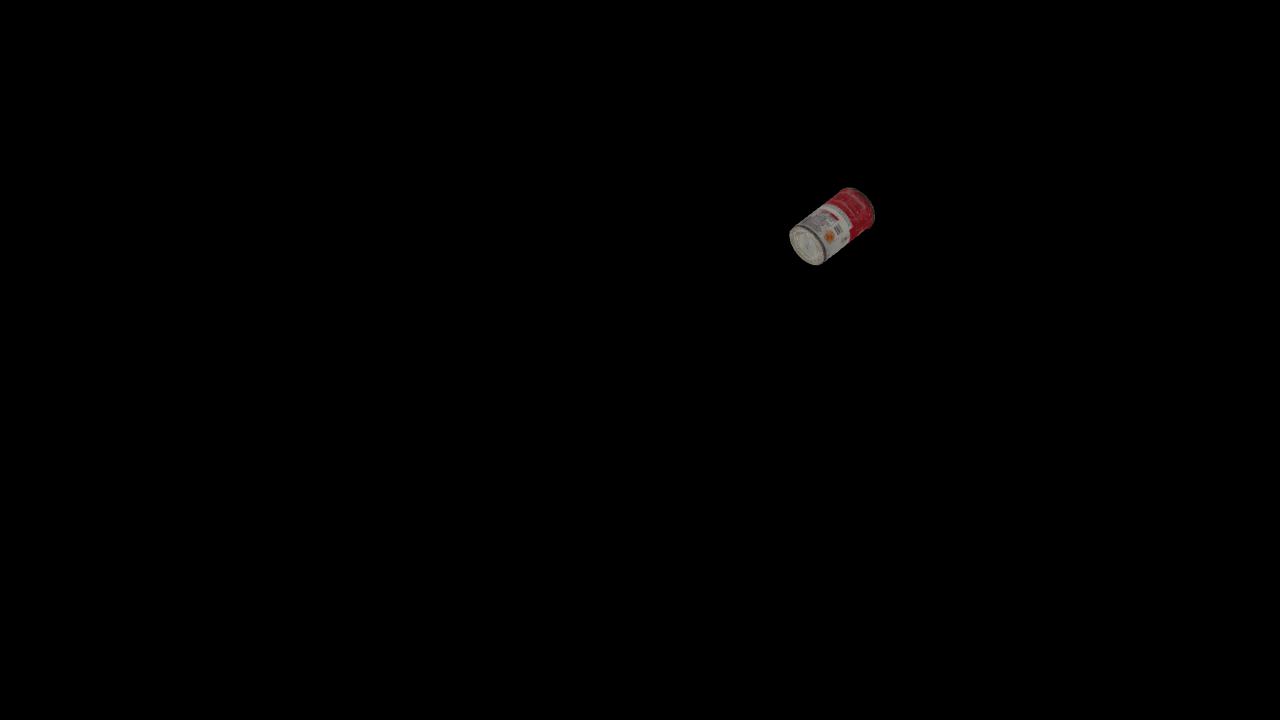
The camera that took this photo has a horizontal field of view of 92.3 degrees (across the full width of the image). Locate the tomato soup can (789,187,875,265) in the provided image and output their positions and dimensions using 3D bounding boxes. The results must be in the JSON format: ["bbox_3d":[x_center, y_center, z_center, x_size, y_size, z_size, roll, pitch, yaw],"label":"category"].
[{"bbox_3d":[0.270,-0.187,0.866,0.101,0.068,0.068,-37,10,-13],"label":"tomato soup can"}]
